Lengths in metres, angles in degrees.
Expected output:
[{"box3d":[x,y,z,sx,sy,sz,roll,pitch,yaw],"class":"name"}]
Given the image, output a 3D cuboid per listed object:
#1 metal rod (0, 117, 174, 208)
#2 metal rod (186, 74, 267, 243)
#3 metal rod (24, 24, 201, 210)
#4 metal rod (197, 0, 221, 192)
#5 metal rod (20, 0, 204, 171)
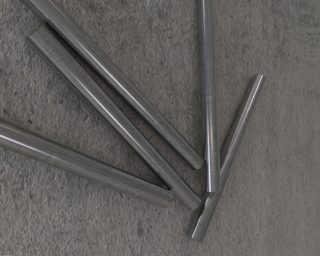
[{"box3d":[-0.097,0.032,0.323,0.301,0.025,0.025,30,71,-36],"class":"metal rod"},{"box3d":[0.113,0.036,0.499,0.025,0.025,0.300,41,65,-32],"class":"metal rod"},{"box3d":[-0.037,0.007,0.373,0.300,0.025,0.025,50,61,-29],"class":"metal rod"},{"box3d":[0.072,-0.058,0.455,0.025,0.025,0.298,0,88,-40],"class":"metal rod"},{"box3d":[-0.038,-0.041,0.372,0.300,0.025,0.025,46,63,-30],"class":"metal rod"}]
